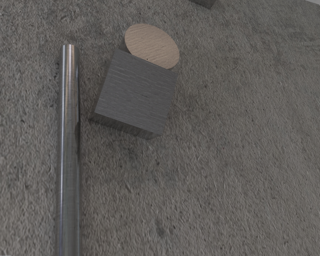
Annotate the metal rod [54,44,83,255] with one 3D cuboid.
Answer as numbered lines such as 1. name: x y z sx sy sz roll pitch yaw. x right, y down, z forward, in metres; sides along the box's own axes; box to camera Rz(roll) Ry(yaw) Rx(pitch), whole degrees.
1. metal rod: -0.097 0.032 0.331 0.025 0.025 0.299 6 59 -25

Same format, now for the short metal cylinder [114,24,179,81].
1. short metal cylinder: -0.020 -0.099 0.438 0.081 0.050 0.080 14 56 -21

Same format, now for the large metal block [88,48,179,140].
1. large metal block: -0.033 -0.038 0.377 0.080 0.050 0.080 20 75 -17

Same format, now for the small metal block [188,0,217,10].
1. small metal block: 0.082 -0.269 0.612 0.050 0.025 0.050 15 56 -20
